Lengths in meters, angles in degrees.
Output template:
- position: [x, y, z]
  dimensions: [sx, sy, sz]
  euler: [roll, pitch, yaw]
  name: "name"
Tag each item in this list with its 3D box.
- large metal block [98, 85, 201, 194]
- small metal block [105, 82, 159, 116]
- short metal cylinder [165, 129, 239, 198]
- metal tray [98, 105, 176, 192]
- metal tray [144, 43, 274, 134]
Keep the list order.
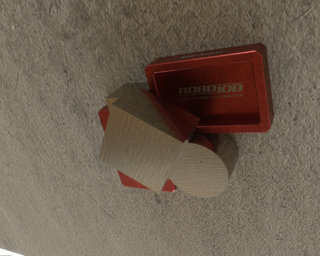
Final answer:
- position: [-0.014, 0.013, 0.341]
  dimensions: [0.080, 0.050, 0.079]
  euler: [29, 128, 10]
  name: "large metal block"
- position: [-0.031, -0.037, 0.386]
  dimensions: [0.050, 0.050, 0.025]
  euler: [1, 119, 28]
  name: "small metal block"
- position: [0.053, 0.040, 0.389]
  dimensions: [0.080, 0.050, 0.079]
  euler: [14, 124, 21]
  name: "short metal cylinder"
- position: [-0.025, 0.026, 0.436]
  dimensions: [0.090, 0.030, 0.129]
  euler: [1, 119, 28]
  name: "metal tray"
- position: [0.055, -0.040, 0.351]
  dimensions: [0.130, 0.030, 0.089]
  euler: [-2, 118, 29]
  name: "metal tray"
